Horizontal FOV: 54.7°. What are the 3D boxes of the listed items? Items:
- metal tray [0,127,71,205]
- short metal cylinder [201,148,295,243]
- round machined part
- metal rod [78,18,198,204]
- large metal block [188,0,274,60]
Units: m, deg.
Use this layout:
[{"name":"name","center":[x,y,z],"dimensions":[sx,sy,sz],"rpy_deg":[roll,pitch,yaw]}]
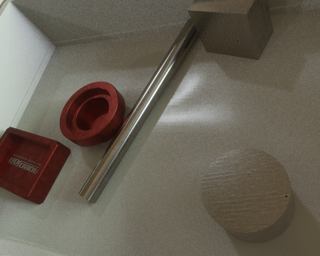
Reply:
[{"name":"metal tray","center":[-0.210,0.054,0.476],"dimensions":[0.130,0.030,0.090],"rpy_deg":[12,68,32]},{"name":"short metal cylinder","center":[0.087,0.066,0.303],"dimensions":[0.080,0.050,0.080],"rpy_deg":[-13,56,20]},{"name":"round machined part","center":[-0.093,-0.016,0.452],"dimensions":[0.098,0.042,0.098],"rpy_deg":[-13,56,20]},{"name":"metal rod","center":[-0.020,-0.034,0.435],"dimensions":[0.025,0.025,0.300],"rpy_deg":[20,72,35]},{"name":"large metal block","center":[0.095,-0.140,0.406],"dimensions":[0.080,0.080,0.050],"rpy_deg":[19,72,35]}]
